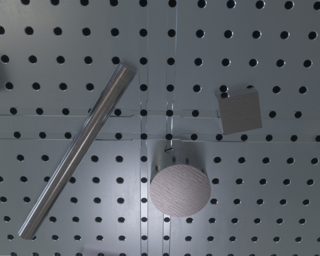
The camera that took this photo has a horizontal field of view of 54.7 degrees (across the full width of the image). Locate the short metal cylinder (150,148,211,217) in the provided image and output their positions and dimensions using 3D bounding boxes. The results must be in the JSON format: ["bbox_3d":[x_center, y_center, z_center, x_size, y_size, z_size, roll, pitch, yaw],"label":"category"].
[{"bbox_3d":[0.027,0.075,0.428,0.081,0.050,0.079,0,110,0],"label":"short metal cylinder"}]

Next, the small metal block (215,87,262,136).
[{"bbox_3d":[0.103,-0.022,0.406,0.050,0.025,0.050,-12,110,4],"label":"small metal block"}]

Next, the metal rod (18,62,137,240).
[{"bbox_3d":[-0.121,0.042,0.427,0.025,0.025,0.299,31,107,-11],"label":"metal rod"}]
